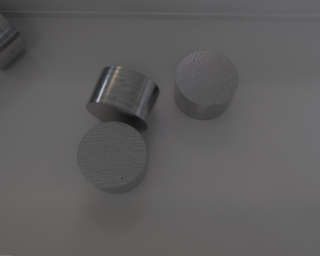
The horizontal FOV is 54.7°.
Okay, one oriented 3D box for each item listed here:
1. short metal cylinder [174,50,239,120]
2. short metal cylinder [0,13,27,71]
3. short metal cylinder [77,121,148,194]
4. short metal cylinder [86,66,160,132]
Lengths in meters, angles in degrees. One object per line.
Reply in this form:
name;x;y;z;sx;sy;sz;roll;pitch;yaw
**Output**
short metal cylinder;0.060;-0.056;0.417;0.081;0.050;0.080;0;70;0
short metal cylinder;-0.233;-0.125;0.424;0.080;0.080;0.050;35;74;12
short metal cylinder;-0.056;0.038;0.382;0.081;0.050;0.080;0;70;0
short metal cylinder;-0.046;-0.035;0.393;0.080;0.080;0.050;16;71;6
